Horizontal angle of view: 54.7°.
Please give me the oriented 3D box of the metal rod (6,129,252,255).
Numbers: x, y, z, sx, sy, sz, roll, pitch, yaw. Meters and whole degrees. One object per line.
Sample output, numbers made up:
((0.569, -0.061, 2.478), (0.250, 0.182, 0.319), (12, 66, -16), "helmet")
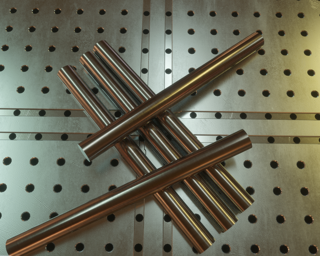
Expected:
((-0.035, 0.076, 0.361), (0.301, 0.025, 0.025), (-25, 72, -1), "metal rod")

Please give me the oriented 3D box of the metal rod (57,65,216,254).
((-0.039, 0.030, 0.400), (0.025, 0.025, 0.300), (-37, 75, -13), "metal rod")

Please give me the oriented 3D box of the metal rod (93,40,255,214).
((0.009, -0.011, 0.416), (0.025, 0.025, 0.300), (-39, 75, -13), "metal rod")

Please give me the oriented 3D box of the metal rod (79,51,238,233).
((-0.011, 0.008, 0.408), (0.025, 0.025, 0.300), (-37, 75, -13), "metal rod")

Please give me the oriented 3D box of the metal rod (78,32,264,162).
((0.029, -0.051, 0.409), (0.302, 0.025, 0.025), (-34, 74, -20), "metal rod")
